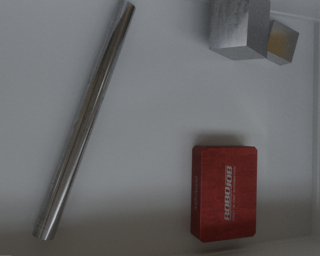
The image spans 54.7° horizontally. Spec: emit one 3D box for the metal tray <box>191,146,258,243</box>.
[{"bbox_3d":[0.092,0.091,0.444,0.091,0.030,0.129,1,90,-21],"label":"metal tray"}]

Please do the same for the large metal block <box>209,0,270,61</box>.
[{"bbox_3d":[0.110,-0.140,0.418,0.080,0.050,0.079,1,93,-54],"label":"large metal block"}]

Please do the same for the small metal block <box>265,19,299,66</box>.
[{"bbox_3d":[0.182,-0.131,0.479,0.050,0.025,0.050,19,84,-20],"label":"small metal block"}]

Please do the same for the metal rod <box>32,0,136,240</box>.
[{"bbox_3d":[-0.089,-0.015,0.377,0.025,0.025,0.299,21,83,-19],"label":"metal rod"}]
